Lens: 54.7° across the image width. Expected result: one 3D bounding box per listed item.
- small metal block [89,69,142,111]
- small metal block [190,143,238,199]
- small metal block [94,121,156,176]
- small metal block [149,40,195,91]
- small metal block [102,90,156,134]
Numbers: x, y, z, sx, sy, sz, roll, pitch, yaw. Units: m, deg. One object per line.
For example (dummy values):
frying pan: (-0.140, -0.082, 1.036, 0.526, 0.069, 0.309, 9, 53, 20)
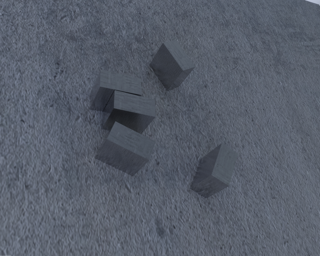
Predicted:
small metal block: (-0.056, -0.042, 0.383, 0.050, 0.050, 0.025, 9, 58, -23)
small metal block: (0.068, 0.055, 0.391, 0.025, 0.050, 0.050, 33, 52, -7)
small metal block: (-0.040, 0.025, 0.351, 0.050, 0.050, 0.025, 28, 52, -11)
small metal block: (0.017, -0.091, 0.452, 0.025, 0.050, 0.050, -24, 75, -37)
small metal block: (-0.039, -0.016, 0.377, 0.050, 0.050, 0.025, 11, 57, -22)
